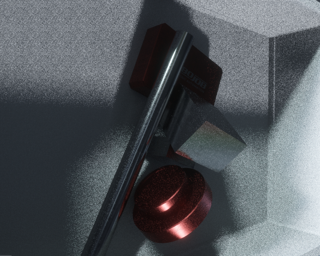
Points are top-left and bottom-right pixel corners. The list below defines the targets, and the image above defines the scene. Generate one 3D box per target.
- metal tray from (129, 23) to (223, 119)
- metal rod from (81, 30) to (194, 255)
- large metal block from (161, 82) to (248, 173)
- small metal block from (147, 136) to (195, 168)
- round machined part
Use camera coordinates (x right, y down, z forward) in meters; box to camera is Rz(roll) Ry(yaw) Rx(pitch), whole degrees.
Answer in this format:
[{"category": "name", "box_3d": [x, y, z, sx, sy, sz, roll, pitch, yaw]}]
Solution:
[{"category": "metal tray", "box_3d": [0.028, -0.070, 0.429, 0.131, 0.030, 0.090, 27, 73, -37]}, {"category": "metal rod", "box_3d": [-0.026, 0.024, 0.360, 0.025, 0.025, 0.299, 28, 80, -37]}, {"category": "large metal block", "box_3d": [0.049, 0.000, 0.385, 0.080, 0.080, 0.050, 28, 113, -37]}, {"category": "small metal block", "box_3d": [0.013, 0.031, 0.403, 0.050, 0.050, 0.025, 28, 73, -37]}, {"category": "round machined part", "box_3d": [0.008, 0.082, 0.369, 0.098, 0.098, 0.042, -48, 119, -29]}]
